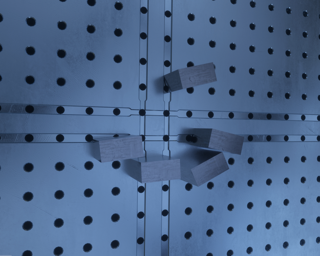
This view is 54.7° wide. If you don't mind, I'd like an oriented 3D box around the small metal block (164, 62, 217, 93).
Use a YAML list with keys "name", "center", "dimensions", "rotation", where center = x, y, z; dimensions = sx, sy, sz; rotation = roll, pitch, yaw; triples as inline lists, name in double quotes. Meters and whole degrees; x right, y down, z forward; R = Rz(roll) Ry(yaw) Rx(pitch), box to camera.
- name: "small metal block"
  center: [0.040, -0.067, 0.415]
  dimensions: [0.050, 0.050, 0.025]
  rotation: [-15, 96, -20]

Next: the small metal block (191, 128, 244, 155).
- name: "small metal block"
  center: [0.079, 0.018, 0.430]
  dimensions: [0.050, 0.050, 0.025]
  rotation: [14, 86, -20]

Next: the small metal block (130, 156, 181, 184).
- name: "small metal block"
  center: [-0.007, 0.052, 0.398]
  dimensions: [0.050, 0.050, 0.025]
  rotation: [-3, 91, -20]

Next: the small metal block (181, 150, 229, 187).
- name: "small metal block"
  center: [0.056, 0.053, 0.422]
  dimensions: [0.050, 0.050, 0.025]
  rotation: [-26, 99, -18]

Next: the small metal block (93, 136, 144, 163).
- name: "small metal block"
  center: [-0.053, 0.024, 0.381]
  dimensions: [0.050, 0.050, 0.025]
  rotation: [-6, 93, -20]
